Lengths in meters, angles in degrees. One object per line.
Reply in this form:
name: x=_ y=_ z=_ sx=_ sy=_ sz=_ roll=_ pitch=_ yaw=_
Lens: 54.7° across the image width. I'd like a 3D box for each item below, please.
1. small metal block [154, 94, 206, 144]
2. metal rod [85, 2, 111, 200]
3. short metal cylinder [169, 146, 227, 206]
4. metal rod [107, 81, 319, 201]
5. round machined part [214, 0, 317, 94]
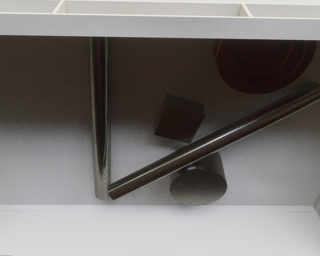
small metal block: x=0.024 y=-0.011 z=0.400 sx=0.050 sy=0.025 sz=0.050 roll=14 pitch=128 yaw=-13
metal rod: x=-0.076 y=-0.007 z=0.401 sx=0.025 sy=0.025 sz=0.298 roll=4 pitch=130 yaw=-4
short metal cylinder: x=0.054 y=0.069 z=0.453 sx=0.081 sy=0.050 sz=0.079 roll=-1 pitch=131 yaw=0
metal rod: x=0.063 y=0.023 z=0.405 sx=0.300 sy=0.025 sz=0.025 roll=-28 pitch=125 yaw=12
round machined part: x=0.106 y=-0.087 z=0.325 sx=0.099 sy=0.042 sz=0.097 roll=-1 pitch=130 yaw=0
